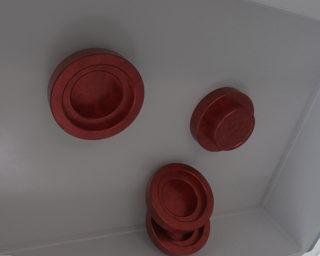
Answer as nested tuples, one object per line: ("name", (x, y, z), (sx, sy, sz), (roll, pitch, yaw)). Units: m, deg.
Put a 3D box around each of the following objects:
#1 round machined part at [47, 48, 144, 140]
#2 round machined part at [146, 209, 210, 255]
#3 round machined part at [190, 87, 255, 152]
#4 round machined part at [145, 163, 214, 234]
("round machined part", (-0.070, -0.039, 0.335), (0.099, 0.042, 0.097), (-14, 124, -21))
("round machined part", (0.024, 0.147, 0.475), (0.099, 0.098, 0.042), (-2, 150, -28))
("round machined part", (0.096, -0.006, 0.446), (0.099, 0.042, 0.097), (-14, 124, -21))
("round machined part", (0.025, 0.103, 0.449), (0.099, 0.098, 0.042), (-3, 151, -27))
